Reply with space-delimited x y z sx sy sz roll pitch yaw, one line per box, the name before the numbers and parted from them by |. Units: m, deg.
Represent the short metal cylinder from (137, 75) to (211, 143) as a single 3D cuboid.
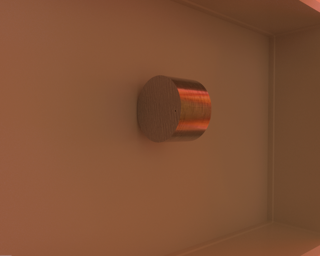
short metal cylinder | 0.016 -0.023 0.383 0.050 0.080 0.079 0 90 -40
